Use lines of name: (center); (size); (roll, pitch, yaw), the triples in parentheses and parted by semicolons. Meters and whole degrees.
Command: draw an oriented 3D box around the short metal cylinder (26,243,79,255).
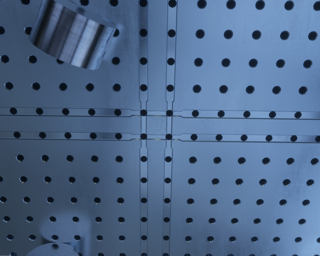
short metal cylinder: (-0.163, 0.219, 0.463); (0.081, 0.080, 0.050); (5, 110, -2)

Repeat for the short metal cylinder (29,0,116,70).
short metal cylinder: (-0.096, -0.106, 0.344); (0.080, 0.080, 0.050); (25, 108, -9)
